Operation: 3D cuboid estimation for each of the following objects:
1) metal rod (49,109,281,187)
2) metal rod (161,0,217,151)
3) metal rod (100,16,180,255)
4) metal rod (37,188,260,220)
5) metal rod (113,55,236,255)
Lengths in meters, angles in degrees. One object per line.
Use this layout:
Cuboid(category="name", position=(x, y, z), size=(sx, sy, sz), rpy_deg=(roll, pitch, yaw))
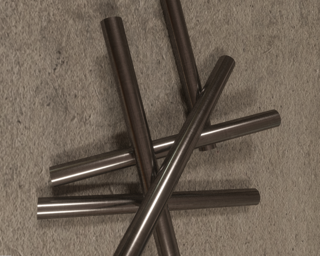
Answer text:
Cuboid(category="metal rod", position=(0.017, 0.022, 0.396), size=(0.302, 0.025, 0.025), rpy_deg=(-14, 95, -13))
Cuboid(category="metal rod", position=(0.029, -0.114, 0.420), size=(0.025, 0.025, 0.298), rpy_deg=(-17, 96, -20))
Cuboid(category="metal rod", position=(-0.021, 0.021, 0.361), size=(0.025, 0.025, 0.298), rpy_deg=(-15, 92, -20))
Cuboid(category="metal rod", position=(0.000, 0.098, 0.410), size=(0.303, 0.025, 0.025), rpy_deg=(2, 90, -21))
Cuboid(category="metal rod", position=(0.029, 0.020, 0.368), size=(0.025, 0.025, 0.300), rpy_deg=(39, 60, -16))
